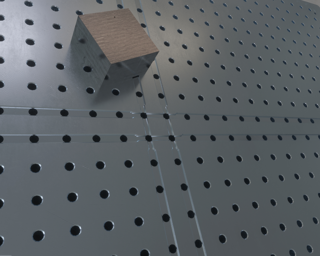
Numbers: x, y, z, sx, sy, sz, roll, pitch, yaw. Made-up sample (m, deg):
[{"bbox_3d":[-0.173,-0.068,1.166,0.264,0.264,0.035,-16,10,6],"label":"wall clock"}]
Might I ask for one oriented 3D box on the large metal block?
[{"bbox_3d":[-0.062,-0.112,0.427,0.081,0.050,0.080,-26,76,-37],"label":"large metal block"}]
